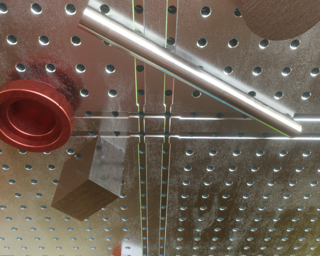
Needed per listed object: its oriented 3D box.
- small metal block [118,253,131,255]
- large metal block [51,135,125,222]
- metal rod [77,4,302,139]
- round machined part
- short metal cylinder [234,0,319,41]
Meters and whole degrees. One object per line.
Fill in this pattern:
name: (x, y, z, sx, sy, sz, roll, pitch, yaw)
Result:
small metal block: (-0.074, 0.298, 0.665, 0.050, 0.025, 0.050, 26, 125, -21)
large metal block: (-0.098, 0.071, 0.434, 0.080, 0.080, 0.050, -36, 122, 26)
metal rod: (0.051, -0.055, 0.365, 0.302, 0.025, 0.025, 24, 126, -20)
round machined part: (-0.155, -0.019, 0.382, 0.099, 0.042, 0.097, -1, 130, 0)
short metal cylinder: (0.111, -0.129, 0.287, 0.081, 0.050, 0.079, 0, 130, 0)
